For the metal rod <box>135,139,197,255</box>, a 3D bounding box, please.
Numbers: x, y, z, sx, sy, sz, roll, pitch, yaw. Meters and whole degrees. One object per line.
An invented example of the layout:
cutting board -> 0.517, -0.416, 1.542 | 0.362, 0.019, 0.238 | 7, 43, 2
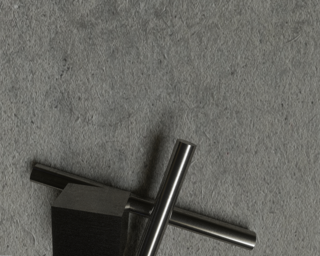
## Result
metal rod -> -0.017, 0.157, 0.390 | 0.025, 0.025, 0.298 | 19, 98, 0

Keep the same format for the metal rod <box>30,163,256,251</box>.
metal rod -> -0.022, 0.104, 0.409 | 0.302, 0.025, 0.025 | 18, 90, 0

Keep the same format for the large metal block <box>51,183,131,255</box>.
large metal block -> -0.083, 0.120, 0.381 | 0.080, 0.050, 0.079 | 8, 111, 4
